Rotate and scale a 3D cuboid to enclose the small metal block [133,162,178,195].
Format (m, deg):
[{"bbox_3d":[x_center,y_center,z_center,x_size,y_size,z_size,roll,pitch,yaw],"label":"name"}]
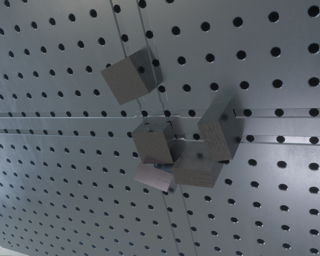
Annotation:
[{"bbox_3d":[-0.003,0.072,0.441,0.050,0.025,0.050,17,169,18],"label":"small metal block"}]

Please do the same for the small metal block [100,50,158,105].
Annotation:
[{"bbox_3d":[-0.039,-0.063,0.394,0.050,0.025,0.050,-18,109,35],"label":"small metal block"}]

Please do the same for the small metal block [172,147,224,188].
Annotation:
[{"bbox_3d":[0.050,0.049,0.400,0.050,0.050,0.025,2,119,27],"label":"small metal block"}]

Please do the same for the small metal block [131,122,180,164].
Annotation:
[{"bbox_3d":[-0.005,0.022,0.428,0.050,0.025,0.050,-5,116,30],"label":"small metal block"}]

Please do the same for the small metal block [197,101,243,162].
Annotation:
[{"bbox_3d":[0.071,0.003,0.360,0.025,0.050,0.050,-11,113,33],"label":"small metal block"}]
